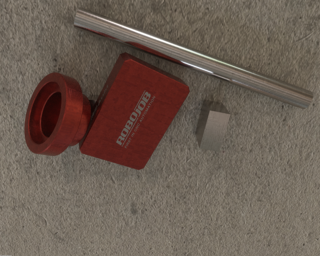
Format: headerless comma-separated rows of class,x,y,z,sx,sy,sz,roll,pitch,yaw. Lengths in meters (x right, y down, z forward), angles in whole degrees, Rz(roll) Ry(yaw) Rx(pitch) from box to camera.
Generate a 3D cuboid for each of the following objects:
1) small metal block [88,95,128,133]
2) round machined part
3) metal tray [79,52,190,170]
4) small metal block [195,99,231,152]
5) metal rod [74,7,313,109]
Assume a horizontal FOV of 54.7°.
small metal block,-0.066,-0.016,0.403,0.050,0.025,0.050,1,110,-1
round machined part,-0.120,-0.014,0.375,0.042,0.098,0.098,17,114,-45
metal tray,-0.034,-0.016,0.386,0.091,0.030,0.129,21,110,-27
small metal block,0.066,-0.004,0.396,0.025,0.050,0.050,11,110,-4
metal rod,0.046,-0.082,0.380,0.302,0.025,0.025,18,109,-7
